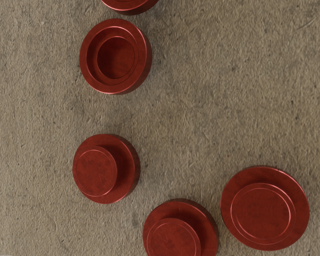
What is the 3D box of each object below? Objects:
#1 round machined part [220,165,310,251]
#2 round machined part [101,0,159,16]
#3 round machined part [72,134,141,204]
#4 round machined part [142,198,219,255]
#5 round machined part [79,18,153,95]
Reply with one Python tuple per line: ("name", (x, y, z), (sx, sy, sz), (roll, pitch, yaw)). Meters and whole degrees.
("round machined part", (0.119, 0.094, 0.358), (0.098, 0.042, 0.097), (0, 90, 20))
("round machined part", (-0.034, -0.198, 0.412), (0.098, 0.042, 0.097), (0, 90, 20))
("round machined part", (-0.080, 0.057, 0.428), (0.098, 0.042, 0.097), (0, 90, 20))
("round machined part", (0.023, 0.142, 0.392), (0.098, 0.042, 0.097), (0, 90, 20))
("round machined part", (-0.056, -0.093, 0.420), (0.098, 0.042, 0.097), (0, 90, 20))
